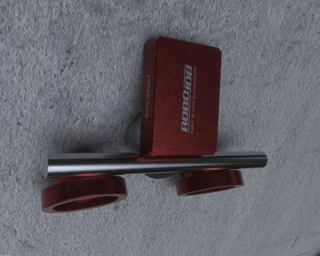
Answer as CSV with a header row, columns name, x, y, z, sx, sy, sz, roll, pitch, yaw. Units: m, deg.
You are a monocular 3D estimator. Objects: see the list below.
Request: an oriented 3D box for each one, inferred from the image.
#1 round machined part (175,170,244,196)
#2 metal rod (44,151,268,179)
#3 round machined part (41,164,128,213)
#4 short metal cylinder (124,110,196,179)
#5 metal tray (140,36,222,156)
name,x,y,z,sx,sy,sz,roll,pitch,yaw
round machined part,0.071,0.072,0.460,0.099,0.042,0.098,-8,163,-2
metal rod,0.018,0.042,0.382,0.303,0.025,0.025,2,118,-30
round machined part,-0.091,0.070,0.371,0.099,0.042,0.098,-11,160,-4
short metal cylinder,0.000,0.019,0.406,0.081,0.050,0.079,-14,125,-21
metal tray,0.026,-0.034,0.365,0.091,0.030,0.129,2,91,-30
